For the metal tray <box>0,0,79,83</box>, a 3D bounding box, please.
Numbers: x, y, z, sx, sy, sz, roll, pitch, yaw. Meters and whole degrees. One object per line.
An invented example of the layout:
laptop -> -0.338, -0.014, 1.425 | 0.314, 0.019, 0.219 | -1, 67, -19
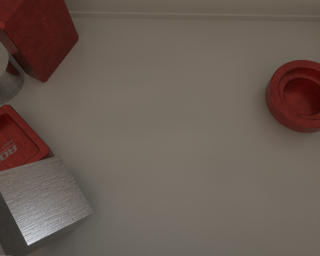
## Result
metal tray -> -0.157, -0.128, 0.399 | 0.030, 0.130, 0.090 | 28, 72, 9

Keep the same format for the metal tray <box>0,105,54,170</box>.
metal tray -> -0.211, 0.043, 0.378 | 0.090, 0.030, 0.131 | 44, 68, 11

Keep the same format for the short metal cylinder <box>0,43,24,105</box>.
short metal cylinder -> -0.236, -0.076, 0.421 | 0.081, 0.050, 0.080 | 0, 70, 0

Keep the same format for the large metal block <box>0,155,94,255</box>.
large metal block -> -0.135, 0.085, 0.340 | 0.081, 0.050, 0.080 | -15, 66, -53

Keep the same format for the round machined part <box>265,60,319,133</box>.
round machined part -> 0.191, -0.039, 0.417 | 0.099, 0.042, 0.098 | 0, 70, -1
